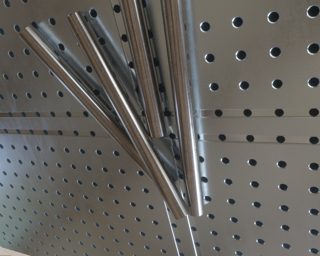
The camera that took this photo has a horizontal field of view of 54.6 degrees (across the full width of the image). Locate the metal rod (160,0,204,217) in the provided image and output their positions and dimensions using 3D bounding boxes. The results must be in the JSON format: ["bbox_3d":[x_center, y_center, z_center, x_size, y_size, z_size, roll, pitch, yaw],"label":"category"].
[{"bbox_3d":[0.033,-0.008,0.389,0.025,0.025,0.298,6,121,25],"label":"metal rod"}]

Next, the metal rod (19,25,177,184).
[{"bbox_3d":[-0.084,-0.021,0.443,0.300,0.025,0.025,48,129,-6],"label":"metal rod"}]

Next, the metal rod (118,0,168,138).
[{"bbox_3d":[-0.029,-0.124,0.350,0.025,0.025,0.298,3,120,27],"label":"metal rod"}]

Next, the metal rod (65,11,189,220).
[{"bbox_3d":[-0.038,-0.008,0.411,0.025,0.025,0.299,-20,104,35],"label":"metal rod"}]
